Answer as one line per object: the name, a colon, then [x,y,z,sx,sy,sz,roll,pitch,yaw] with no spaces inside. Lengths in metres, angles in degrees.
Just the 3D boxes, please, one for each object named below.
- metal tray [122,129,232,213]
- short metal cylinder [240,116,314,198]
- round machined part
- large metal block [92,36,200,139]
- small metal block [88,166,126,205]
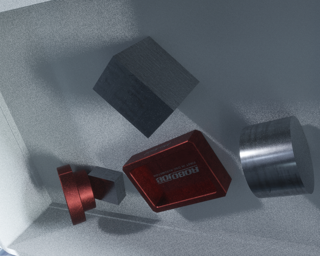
metal tray: [0.021,0.065,0.433,0.130,0.030,0.090,-25,105,36]
short metal cylinder: [0.124,0.032,0.327,0.050,0.080,0.080,-15,111,34]
round machined part: [-0.136,0.106,0.511,0.098,0.042,0.097,164,90,-70]
large metal block: [-0.013,-0.048,0.349,0.080,0.080,0.050,42,129,-1]
small metal block: [-0.087,0.095,0.511,0.050,0.025,0.050,10,123,22]
